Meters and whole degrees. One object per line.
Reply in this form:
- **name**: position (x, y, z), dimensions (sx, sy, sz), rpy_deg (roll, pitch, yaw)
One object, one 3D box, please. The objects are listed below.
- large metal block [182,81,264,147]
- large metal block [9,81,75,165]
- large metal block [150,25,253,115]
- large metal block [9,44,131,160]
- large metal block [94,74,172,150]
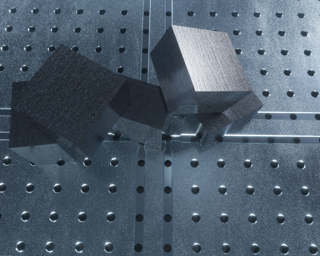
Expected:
- **large metal block**: position (0.073, -0.034, 0.412), dimensions (0.080, 0.050, 0.080), rpy_deg (-29, 73, -10)
- **large metal block**: position (-0.141, -0.005, 0.382), dimensions (0.050, 0.080, 0.080), rpy_deg (-6, 70, -2)
- **large metal block**: position (0.045, -0.063, 0.349), dimensions (0.081, 0.050, 0.080), rpy_deg (-4, 67, -33)
- **large metal block**: position (-0.088, -0.026, 0.321), dimensions (0.080, 0.050, 0.080), rpy_deg (29, 72, 10)
- **large metal block**: position (-0.028, -0.019, 0.388), dimensions (0.080, 0.080, 0.050), rpy_deg (18, 71, 6)
